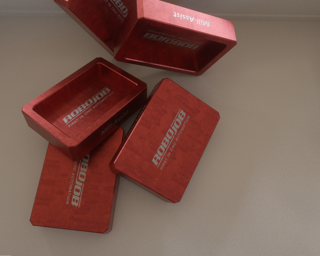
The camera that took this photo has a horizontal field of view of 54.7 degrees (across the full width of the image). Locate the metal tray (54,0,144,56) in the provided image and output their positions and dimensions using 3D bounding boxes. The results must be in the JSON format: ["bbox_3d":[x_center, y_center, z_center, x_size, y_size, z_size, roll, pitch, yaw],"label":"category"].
[{"bbox_3d":[-0.060,-0.156,0.399,0.030,0.130,0.090,34,88,31],"label":"metal tray"}]

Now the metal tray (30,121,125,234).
[{"bbox_3d":[-0.097,0.059,0.384,0.091,0.030,0.130,6,70,2],"label":"metal tray"}]

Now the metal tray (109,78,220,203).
[{"bbox_3d":[0.009,0.015,0.384,0.090,0.030,0.130,33,71,-12],"label":"metal tray"}]

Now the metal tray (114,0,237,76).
[{"bbox_3d":[0.017,-0.109,0.390,0.131,0.090,0.030,6,68,-25],"label":"metal tray"}]

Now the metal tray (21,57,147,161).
[{"bbox_3d":[-0.090,-0.030,0.390,0.090,0.030,0.131,33,57,21],"label":"metal tray"}]
